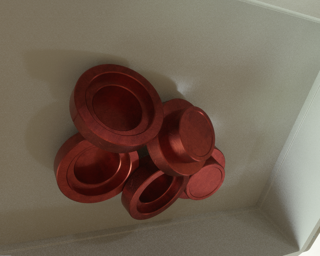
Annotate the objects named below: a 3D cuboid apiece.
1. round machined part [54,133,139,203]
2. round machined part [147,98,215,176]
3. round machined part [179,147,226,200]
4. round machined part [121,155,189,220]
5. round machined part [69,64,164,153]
[{"bbox_3d":[-0.079,0.040,0.378,0.099,0.042,0.097,-14,125,-21],"label":"round machined part"},{"bbox_3d":[0.032,0.010,0.385,0.099,0.042,0.098,14,70,-43],"label":"round machined part"},{"bbox_3d":[0.060,0.071,0.474,0.099,0.042,0.097,-14,125,-21],"label":"round machined part"},{"bbox_3d":[-0.011,0.074,0.422,0.099,0.042,0.097,-26,139,-25],"label":"round machined part"},{"bbox_3d":[-0.049,-0.017,0.336,0.099,0.098,0.042,2,153,-30],"label":"round machined part"}]
